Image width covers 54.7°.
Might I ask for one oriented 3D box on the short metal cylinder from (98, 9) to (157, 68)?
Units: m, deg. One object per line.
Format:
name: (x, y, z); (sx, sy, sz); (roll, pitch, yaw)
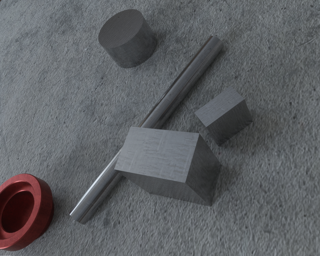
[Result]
short metal cylinder: (-0.052, -0.144, 0.502); (0.080, 0.050, 0.080); (-13, 56, 20)

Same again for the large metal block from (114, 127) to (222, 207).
large metal block: (0.012, 0.042, 0.335); (0.080, 0.080, 0.050); (5, 65, 30)

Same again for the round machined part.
round machined part: (-0.184, 0.114, 0.417); (0.098, 0.042, 0.098); (-13, 56, 20)

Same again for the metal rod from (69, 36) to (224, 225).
metal rod: (-0.012, -0.004, 0.411); (0.025, 0.025, 0.300); (31, 78, 37)

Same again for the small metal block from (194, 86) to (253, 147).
small metal block: (0.074, -0.012, 0.356); (0.050, 0.050, 0.025); (-37, 51, 3)
